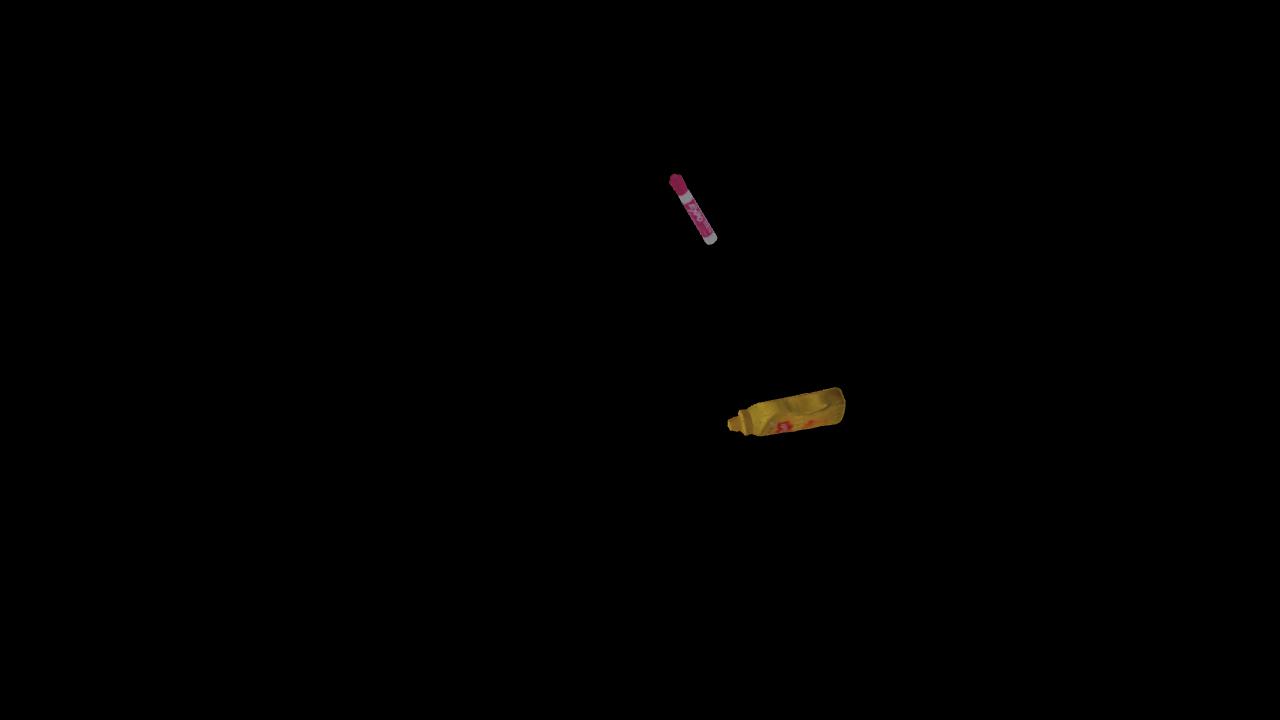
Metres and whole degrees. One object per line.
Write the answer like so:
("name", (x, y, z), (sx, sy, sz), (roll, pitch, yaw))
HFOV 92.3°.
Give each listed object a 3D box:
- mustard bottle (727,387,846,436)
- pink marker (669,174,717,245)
("mustard bottle", (0.232, 0.090, 1.000), (0.184, 0.054, 0.092), (-10, -22, -3))
("pink marker", (0.073, -0.207, 0.843), (0.020, 0.020, 0.121), (0, -35, 37))
